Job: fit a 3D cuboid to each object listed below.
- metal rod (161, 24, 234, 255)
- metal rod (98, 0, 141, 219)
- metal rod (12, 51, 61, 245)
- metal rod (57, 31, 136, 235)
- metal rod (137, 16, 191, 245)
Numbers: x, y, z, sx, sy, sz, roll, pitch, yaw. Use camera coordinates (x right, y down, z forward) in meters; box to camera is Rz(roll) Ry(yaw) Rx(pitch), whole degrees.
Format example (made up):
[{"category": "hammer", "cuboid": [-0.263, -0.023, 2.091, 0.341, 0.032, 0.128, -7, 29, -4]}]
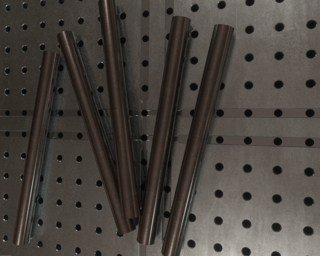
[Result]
[{"category": "metal rod", "cuboid": [0.047, 0.020, 0.395, 0.025, 0.025, 0.298, 14, 95, 19]}, {"category": "metal rod", "cuboid": [-0.056, -0.030, 0.423, 0.025, 0.025, 0.298, -9, 84, 19]}, {"category": "metal rod", "cuboid": [-0.191, 0.033, 0.477, 0.025, 0.025, 0.298, 12, 94, 19]}, {"category": "metal rod", "cuboid": [-0.093, 0.002, 0.443, 0.025, 0.025, 0.299, -21, 83, 18]}, {"category": "metal rod", "cuboid": [0.005, 0.006, 0.410, 0.025, 0.025, 0.298, 10, 93, 19]}]
